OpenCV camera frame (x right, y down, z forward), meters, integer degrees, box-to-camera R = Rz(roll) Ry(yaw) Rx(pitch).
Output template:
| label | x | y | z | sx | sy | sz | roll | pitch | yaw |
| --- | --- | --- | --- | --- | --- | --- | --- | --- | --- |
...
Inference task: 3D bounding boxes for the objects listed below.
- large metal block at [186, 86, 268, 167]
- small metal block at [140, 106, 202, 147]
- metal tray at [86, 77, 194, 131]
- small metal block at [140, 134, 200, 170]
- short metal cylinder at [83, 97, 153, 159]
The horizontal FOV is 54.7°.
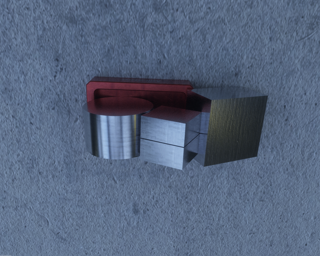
| label | x | y | z | sx | sy | sz | roll | pitch | yaw |
| --- | --- | --- | --- | --- | --- | --- | --- | --- | --- |
| large metal block | 0.078 | -0.005 | 0.381 | 0.081 | 0.050 | 0.079 | -7 | 113 | -26 |
| small metal block | 0.013 | -0.004 | 0.341 | 0.050 | 0.050 | 0.025 | 11 | 111 | 23 |
| metal tray | -0.025 | -0.017 | 0.401 | 0.131 | 0.030 | 0.089 | 2 | 110 | -1 |
| small metal block | 0.012 | 0.021 | 0.349 | 0.050 | 0.050 | 0.025 | 11 | 111 | 23 |
| short metal cylinder | -0.048 | -0.003 | 0.366 | 0.081 | 0.080 | 0.050 | 1 | 110 | -1 |
